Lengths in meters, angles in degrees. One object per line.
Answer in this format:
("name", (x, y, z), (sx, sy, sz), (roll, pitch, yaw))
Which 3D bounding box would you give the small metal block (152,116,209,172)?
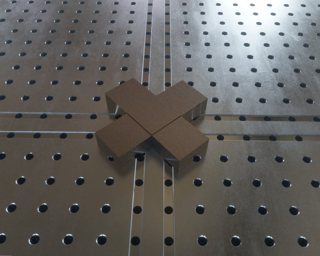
("small metal block", (0.025, 0.019, 0.392), (0.050, 0.025, 0.050), (-34, 58, -25))

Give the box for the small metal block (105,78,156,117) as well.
("small metal block", (-0.041, -0.039, 0.440), (0.050, 0.025, 0.050), (-34, 58, -25))

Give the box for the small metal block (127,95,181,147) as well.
("small metal block", (-0.008, -0.011, 0.415), (0.050, 0.025, 0.050), (-34, 58, -26))

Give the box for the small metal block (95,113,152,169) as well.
("small metal block", (-0.046, 0.016, 0.394), (0.050, 0.025, 0.050), (-34, 58, -26))

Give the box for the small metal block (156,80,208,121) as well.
("small metal block", (0.030, -0.035, 0.437), (0.050, 0.025, 0.050), (-34, 58, -26))
